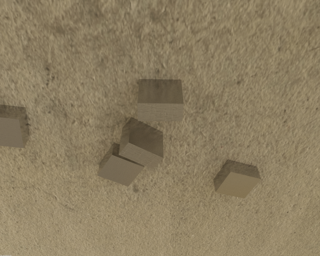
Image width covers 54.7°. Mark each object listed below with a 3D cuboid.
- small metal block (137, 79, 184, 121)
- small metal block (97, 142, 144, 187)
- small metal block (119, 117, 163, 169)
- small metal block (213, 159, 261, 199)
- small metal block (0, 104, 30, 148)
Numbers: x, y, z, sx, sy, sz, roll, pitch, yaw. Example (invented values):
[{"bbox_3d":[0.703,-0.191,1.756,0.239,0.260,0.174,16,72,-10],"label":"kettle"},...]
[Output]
[{"bbox_3d":[0.000,-0.033,0.363,0.050,0.050,0.025,1,130,-1],"label":"small metal block"},{"bbox_3d":[-0.057,0.054,0.453,0.050,0.025,0.050,24,126,-20],"label":"small metal block"},{"bbox_3d":[-0.024,0.020,0.407,0.050,0.050,0.025,26,125,-21],"label":"small metal block"},{"bbox_3d":[0.117,0.079,0.477,0.050,0.025,0.050,15,129,-13],"label":"small metal block"},{"bbox_3d":[-0.202,-0.003,0.402,0.050,0.025,0.050,7,130,-6],"label":"small metal block"}]
